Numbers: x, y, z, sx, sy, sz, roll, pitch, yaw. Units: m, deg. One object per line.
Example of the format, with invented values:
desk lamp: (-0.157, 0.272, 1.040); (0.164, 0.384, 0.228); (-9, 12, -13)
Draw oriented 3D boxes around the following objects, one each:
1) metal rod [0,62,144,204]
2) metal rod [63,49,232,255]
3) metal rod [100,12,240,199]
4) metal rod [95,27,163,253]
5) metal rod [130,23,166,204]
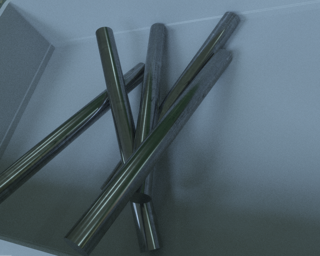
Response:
metal rod: (-0.109, 0.001, 0.388); (0.025, 0.025, 0.301); (15, 46, 34)
metal rod: (0.010, -0.001, 0.334); (0.025, 0.025, 0.301); (12, 47, 33)
metal rod: (0.020, -0.038, 0.417); (0.025, 0.025, 0.300); (26, 76, 36)
metal rod: (-0.044, -0.003, 0.387); (0.025, 0.025, 0.299); (-21, 67, 15)
metal rod: (-0.013, -0.044, 0.410); (0.025, 0.025, 0.300); (-13, 48, 20)
